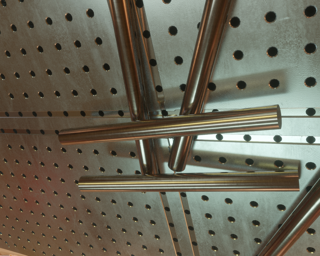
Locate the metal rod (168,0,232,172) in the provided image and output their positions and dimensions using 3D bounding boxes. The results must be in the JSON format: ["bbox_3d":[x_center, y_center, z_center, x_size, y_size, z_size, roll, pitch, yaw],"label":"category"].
[{"bbox_3d":[0.046,-0.067,0.344,0.025,0.025,0.298,22,127,15],"label":"metal rod"}]

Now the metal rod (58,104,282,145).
[{"bbox_3d":[-0.011,0.001,0.382,0.300,0.025,0.025,-5,116,30],"label":"metal rod"}]

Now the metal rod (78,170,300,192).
[{"bbox_3d":[0.023,0.073,0.418,0.301,0.025,0.025,-5,116,21],"label":"metal rod"}]

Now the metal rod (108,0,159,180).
[{"bbox_3d":[-0.031,-0.050,0.395,0.025,0.025,0.298,6,121,25],"label":"metal rod"}]

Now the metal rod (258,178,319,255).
[{"bbox_3d":[0.160,0.170,0.431,0.025,0.025,0.298,26,127,12],"label":"metal rod"}]
